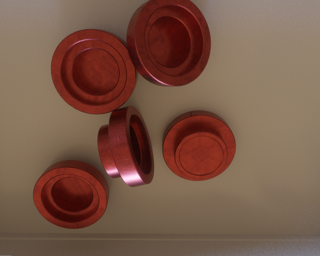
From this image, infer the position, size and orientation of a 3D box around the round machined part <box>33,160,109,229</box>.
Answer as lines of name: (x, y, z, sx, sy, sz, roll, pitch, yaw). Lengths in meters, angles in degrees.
round machined part: (-0.120, 0.088, 0.433, 0.099, 0.042, 0.097, 0, 110, -1)

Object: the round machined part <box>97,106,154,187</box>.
round machined part: (-0.043, 0.025, 0.382, 0.042, 0.098, 0.097, -14, 110, 12)

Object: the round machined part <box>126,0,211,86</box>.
round machined part: (0.006, -0.096, 0.351, 0.099, 0.042, 0.097, -4, 97, -31)

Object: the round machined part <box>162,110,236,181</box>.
round machined part: (0.052, 0.029, 0.414, 0.099, 0.042, 0.097, 0, 110, -1)

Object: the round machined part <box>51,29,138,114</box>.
round machined part: (-0.075, -0.069, 0.374, 0.099, 0.042, 0.097, 1, 108, 2)
